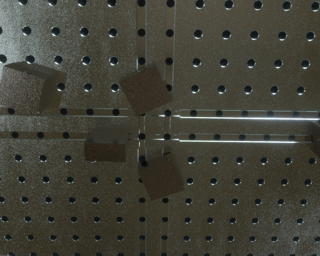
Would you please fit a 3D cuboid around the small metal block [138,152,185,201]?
[{"bbox_3d":[0.002,0.069,0.439,0.050,0.025,0.050,-20,109,6],"label":"small metal block"}]

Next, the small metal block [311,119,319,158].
[{"bbox_3d":[0.239,0.012,0.421,0.050,0.025,0.050,-14,110,4],"label":"small metal block"}]

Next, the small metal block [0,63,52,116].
[{"bbox_3d":[-0.172,-0.049,0.393,0.050,0.025,0.050,18,109,-7],"label":"small metal block"}]

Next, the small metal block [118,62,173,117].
[{"bbox_3d":[-0.018,-0.050,0.395,0.050,0.025,0.050,-24,109,8],"label":"small metal block"}]

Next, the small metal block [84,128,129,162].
[{"bbox_3d":[-0.068,0.022,0.407,0.050,0.050,0.025,3,110,-2],"label":"small metal block"}]
